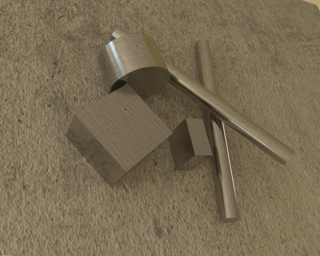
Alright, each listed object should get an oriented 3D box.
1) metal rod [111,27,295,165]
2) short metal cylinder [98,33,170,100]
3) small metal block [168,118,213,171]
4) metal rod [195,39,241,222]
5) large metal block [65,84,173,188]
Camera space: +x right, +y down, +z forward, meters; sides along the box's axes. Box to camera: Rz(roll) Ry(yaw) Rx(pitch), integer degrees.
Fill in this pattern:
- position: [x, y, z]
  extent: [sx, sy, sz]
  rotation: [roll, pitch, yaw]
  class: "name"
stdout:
- position: [0.055, -0.049, 0.439]
  extent: [0.300, 0.025, 0.025]
  rotation: [37, 50, 6]
  class: "metal rod"
- position: [-0.034, -0.074, 0.397]
  extent: [0.081, 0.080, 0.050]
  rotation: [-9, 67, -32]
  class: "short metal cylinder"
- position: [0.037, 0.022, 0.396]
  extent: [0.025, 0.050, 0.050]
  rotation: [3, 61, -27]
  class: "small metal block"
- position: [0.080, -0.015, 0.458]
  extent: [0.025, 0.025, 0.299]
  rotation: [11, 57, -23]
  class: "metal rod"
- position: [-0.047, 0.007, 0.359]
  extent: [0.080, 0.050, 0.080]
  rotation: [48, 51, 5]
  class: "large metal block"
